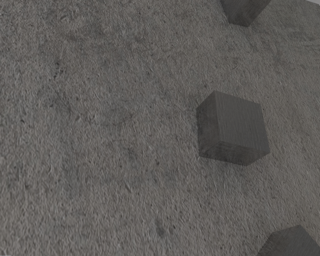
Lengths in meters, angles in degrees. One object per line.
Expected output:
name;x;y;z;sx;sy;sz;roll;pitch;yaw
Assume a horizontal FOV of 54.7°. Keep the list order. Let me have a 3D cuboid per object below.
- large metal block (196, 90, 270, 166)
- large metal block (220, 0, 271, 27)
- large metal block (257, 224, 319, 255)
large metal block;0.101;0.002;0.441;0.081;0.050;0.080;14;56;-21
large metal block;0.169;-0.265;0.621;0.050;0.080;0.080;1;61;-28
large metal block;0.159;0.177;0.365;0.081;0.050;0.080;-34;81;-38
